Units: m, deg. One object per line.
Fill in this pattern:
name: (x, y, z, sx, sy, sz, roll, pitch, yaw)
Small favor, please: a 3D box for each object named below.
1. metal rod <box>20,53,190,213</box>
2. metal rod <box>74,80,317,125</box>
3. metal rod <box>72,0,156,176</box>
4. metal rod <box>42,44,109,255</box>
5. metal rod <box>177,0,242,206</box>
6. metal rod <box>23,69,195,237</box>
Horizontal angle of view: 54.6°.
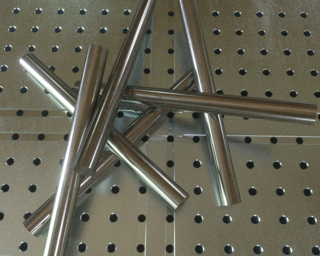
metal rod: (-0.083, -0.007, 0.392, 0.300, 0.025, 0.025, 40, 75, 21)
metal rod: (0.029, -0.035, 0.387, 0.301, 0.025, 0.025, 8, 70, 17)
metal rod: (-0.048, -0.077, 0.403, 0.025, 0.025, 0.300, 11, 56, 4)
metal rod: (-0.102, 0.049, 0.359, 0.025, 0.025, 0.299, 10, 83, 3)
metal rod: (0.061, -0.051, 0.408, 0.025, 0.025, 0.299, -10, 79, -4)
metal rod: (-0.047, 0.019, 0.404, 0.025, 0.025, 0.301, 43, 75, 14)
